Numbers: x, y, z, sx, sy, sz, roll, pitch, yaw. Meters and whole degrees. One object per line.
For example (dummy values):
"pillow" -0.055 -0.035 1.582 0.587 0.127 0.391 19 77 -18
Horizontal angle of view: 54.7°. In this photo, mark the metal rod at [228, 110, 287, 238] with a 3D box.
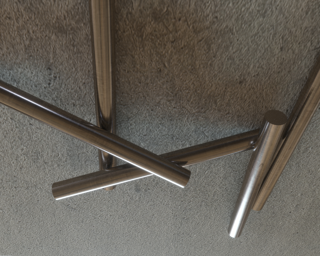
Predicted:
"metal rod" 0.134 0.089 0.461 0.025 0.025 0.298 -1 137 1

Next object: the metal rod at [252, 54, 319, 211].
"metal rod" 0.176 0.015 0.421 0.025 0.025 0.298 5 130 -4

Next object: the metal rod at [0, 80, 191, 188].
"metal rod" -0.099 0.001 0.378 0.301 0.025 0.025 26 126 -11

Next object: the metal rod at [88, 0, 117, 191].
"metal rod" -0.067 -0.026 0.383 0.025 0.025 0.298 3 130 -3

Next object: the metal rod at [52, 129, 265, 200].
"metal rod" -0.001 0.050 0.426 0.301 0.025 0.025 -15 129 3
